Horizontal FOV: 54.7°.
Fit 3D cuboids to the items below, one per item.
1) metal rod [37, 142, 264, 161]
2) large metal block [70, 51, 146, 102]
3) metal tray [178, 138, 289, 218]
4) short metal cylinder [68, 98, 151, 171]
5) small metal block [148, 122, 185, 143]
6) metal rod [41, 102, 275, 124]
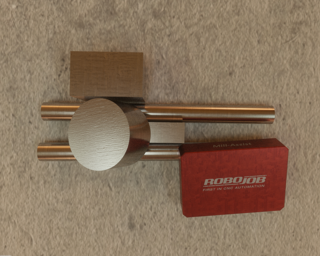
[{"bbox_3d":[-0.007,0.031,0.411,0.302,0.025,0.025,0,90,-1],"label":"metal rod"},{"bbox_3d":[-0.060,-0.060,0.383,0.081,0.080,0.050,1,90,-1],"label":"large metal block"},{"bbox_3d":[0.091,0.063,0.396,0.131,0.030,0.089,-4,108,-2],"label":"metal tray"},{"bbox_3d":[-0.058,0.008,0.362,0.080,0.050,0.080,-1,88,23],"label":"short metal cylinder"},{"bbox_3d":[0.004,0.005,0.398,0.050,0.050,0.025,1,90,-1],"label":"small metal block"},{"bbox_3d":[-0.002,-0.020,0.411,0.302,0.025,0.025,1,90,-1],"label":"metal rod"}]
